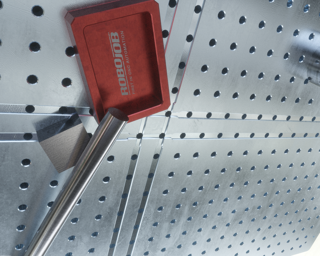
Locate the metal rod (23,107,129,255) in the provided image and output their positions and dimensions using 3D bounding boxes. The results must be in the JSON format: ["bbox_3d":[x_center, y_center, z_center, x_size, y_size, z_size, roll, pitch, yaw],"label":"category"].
[{"bbox_3d":[-0.123,0.101,0.385,0.025,0.025,0.298,18,115,-36],"label":"metal rod"}]

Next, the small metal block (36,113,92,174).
[{"bbox_3d":[-0.108,0.018,0.364,0.050,0.025,0.050,-26,128,-12],"label":"small metal block"}]

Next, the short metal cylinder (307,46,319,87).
[{"bbox_3d":[0.286,-0.097,0.494,0.081,0.050,0.079,-14,125,-21],"label":"short metal cylinder"}]

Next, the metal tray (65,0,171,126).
[{"bbox_3d":[-0.041,-0.069,0.344,0.091,0.030,0.129,-20,127,-17],"label":"metal tray"}]
